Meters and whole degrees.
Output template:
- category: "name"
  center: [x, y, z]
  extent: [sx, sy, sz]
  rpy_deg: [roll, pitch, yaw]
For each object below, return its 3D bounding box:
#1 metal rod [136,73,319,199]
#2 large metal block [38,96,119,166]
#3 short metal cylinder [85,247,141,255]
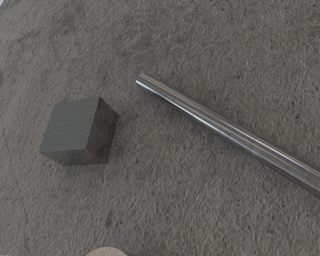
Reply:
- category: "metal rod"
  center: [0.072, -0.003, 0.368]
  extent: [0.300, 0.025, 0.025]
  rpy_deg: [35, 81, 38]
- category: "large metal block"
  center: [-0.114, 0.006, 0.444]
  extent: [0.080, 0.050, 0.080]
  rpy_deg: [-5, 59, 25]
- category: "short metal cylinder"
  center: [-0.045, 0.165, 0.310]
  extent: [0.080, 0.050, 0.080]
  rpy_deg: [-13, 56, 21]
